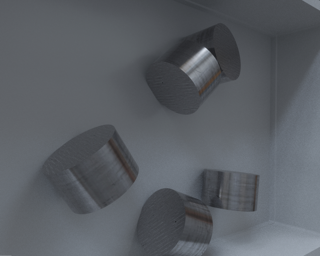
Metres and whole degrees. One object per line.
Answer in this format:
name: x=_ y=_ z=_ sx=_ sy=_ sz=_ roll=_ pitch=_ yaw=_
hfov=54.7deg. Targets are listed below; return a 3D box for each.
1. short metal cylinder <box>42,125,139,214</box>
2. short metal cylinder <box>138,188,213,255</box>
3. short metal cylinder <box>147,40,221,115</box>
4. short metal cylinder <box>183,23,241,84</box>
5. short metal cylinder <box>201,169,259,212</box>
short metal cylinder: x=-0.069 y=0.040 z=0.313 sx=0.080 sy=0.080 sz=0.050 roll=-42 pitch=116 yaw=-32
short metal cylinder: x=0.018 y=0.121 z=0.386 sx=0.050 sy=0.080 sz=0.080 roll=29 pitch=72 yaw=-37
short metal cylinder: x=0.030 y=-0.064 z=0.396 sx=0.050 sy=0.080 sz=0.080 roll=-47 pitch=118 yaw=-29
short metal cylinder: x=0.073 y=-0.100 z=0.439 sx=0.080 sy=0.050 sz=0.080 roll=18 pitch=67 yaw=-49
short metal cylinder: x=0.103 y=0.090 z=0.458 sx=0.081 sy=0.080 sz=0.050 roll=10 pitch=84 yaw=-40
